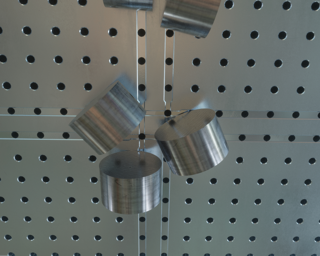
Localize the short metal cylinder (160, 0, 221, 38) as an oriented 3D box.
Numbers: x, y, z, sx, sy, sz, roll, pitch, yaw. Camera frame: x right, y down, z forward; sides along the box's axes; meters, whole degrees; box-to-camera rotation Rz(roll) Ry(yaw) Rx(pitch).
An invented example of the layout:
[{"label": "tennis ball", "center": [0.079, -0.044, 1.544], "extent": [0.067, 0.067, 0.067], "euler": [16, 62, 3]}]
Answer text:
[{"label": "short metal cylinder", "center": [0.034, -0.142, 0.332], "extent": [0.050, 0.080, 0.079], "euler": [13, 110, -5]}]

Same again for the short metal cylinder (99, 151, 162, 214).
[{"label": "short metal cylinder", "center": [-0.038, 0.069, 0.409], "extent": [0.081, 0.080, 0.050], "euler": [0, 110, -1]}]

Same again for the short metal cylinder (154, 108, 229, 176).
[{"label": "short metal cylinder", "center": [0.040, 0.016, 0.391], "extent": [0.080, 0.080, 0.050], "euler": [-22, 109, 7]}]

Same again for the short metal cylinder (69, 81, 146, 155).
[{"label": "short metal cylinder", "center": [-0.064, -0.013, 0.378], "extent": [0.080, 0.080, 0.050], "euler": [-38, 106, 12]}]

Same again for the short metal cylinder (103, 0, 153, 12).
[{"label": "short metal cylinder", "center": [-0.030, -0.166, 0.323], "extent": [0.050, 0.080, 0.079], "euler": [5, 110, -2]}]
